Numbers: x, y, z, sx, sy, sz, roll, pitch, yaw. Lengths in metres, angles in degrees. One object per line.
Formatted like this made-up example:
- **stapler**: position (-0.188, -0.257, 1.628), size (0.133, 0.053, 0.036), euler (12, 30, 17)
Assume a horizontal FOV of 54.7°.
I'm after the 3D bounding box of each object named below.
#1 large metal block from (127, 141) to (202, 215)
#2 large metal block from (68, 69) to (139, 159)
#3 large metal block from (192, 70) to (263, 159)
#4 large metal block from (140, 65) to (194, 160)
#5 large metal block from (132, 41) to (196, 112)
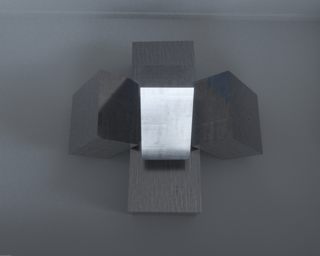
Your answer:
- **large metal block**: position (0.006, 0.062, 0.372), size (0.080, 0.050, 0.080), euler (1, 70, 0)
- **large metal block**: position (-0.069, -0.012, 0.375), size (0.050, 0.080, 0.080), euler (13, 66, -35)
- **large metal block**: position (0.081, -0.011, 0.376), size (0.050, 0.080, 0.080), euler (-14, 66, 36)
- **large metal block**: position (0.006, -0.020, 0.344), size (0.050, 0.079, 0.080), euler (0, 26, -1)
- **large metal block**: position (0.005, -0.068, 0.417), size (0.081, 0.050, 0.080), euler (-1, 70, -1)
